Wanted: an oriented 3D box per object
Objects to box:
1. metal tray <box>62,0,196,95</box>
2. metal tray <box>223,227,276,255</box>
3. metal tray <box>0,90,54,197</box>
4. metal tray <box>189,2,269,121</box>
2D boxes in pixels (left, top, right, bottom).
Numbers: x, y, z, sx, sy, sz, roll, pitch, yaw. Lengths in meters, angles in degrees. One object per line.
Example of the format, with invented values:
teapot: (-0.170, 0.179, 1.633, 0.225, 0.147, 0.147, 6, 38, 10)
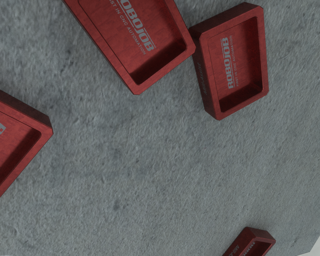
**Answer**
metal tray: (-0.027, -0.109, 0.322, 0.090, 0.030, 0.130, -38, 130, -3)
metal tray: (0.185, 0.281, 0.682, 0.090, 0.030, 0.129, 24, 105, -37)
metal tray: (-0.186, 0.024, 0.316, 0.130, 0.030, 0.090, -49, 129, 6)
metal tray: (0.093, -0.083, 0.404, 0.090, 0.030, 0.129, -28, 128, -11)
